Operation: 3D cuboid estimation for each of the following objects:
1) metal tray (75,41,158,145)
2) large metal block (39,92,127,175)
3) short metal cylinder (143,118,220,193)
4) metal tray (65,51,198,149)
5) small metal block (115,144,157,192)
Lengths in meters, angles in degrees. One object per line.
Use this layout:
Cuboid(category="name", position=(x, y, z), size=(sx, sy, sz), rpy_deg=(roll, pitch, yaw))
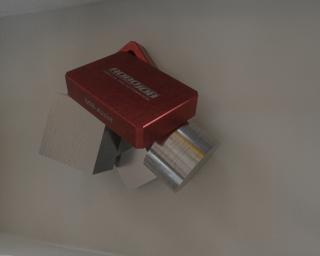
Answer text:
Cuboid(category="metal tray", position=(-0.057, -0.043, 0.425), size=(0.130, 0.030, 0.090), rpy_deg=(-35, 79, 16))
Cuboid(category="large metal block", position=(-0.096, 0.005, 0.394), size=(0.080, 0.050, 0.080), rpy_deg=(17, 96, 18))
Cuboid(category="short metal cylinder", position=(0.026, 0.031, 0.370), size=(0.050, 0.080, 0.080), rpy_deg=(41, 103, 15))
Cuboid(category="metal tray", position=(-0.034, -0.039, 0.354), size=(0.130, 0.091, 0.030), rpy_deg=(35, 140, 31))
Cuboid(category="small metal block", position=(-0.028, 0.051, 0.418), size=(0.050, 0.025, 0.050), rpy_deg=(-30, 80, 17))
